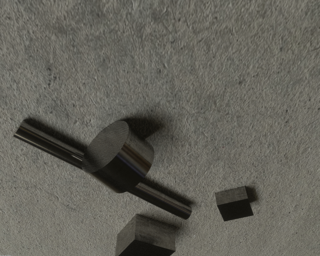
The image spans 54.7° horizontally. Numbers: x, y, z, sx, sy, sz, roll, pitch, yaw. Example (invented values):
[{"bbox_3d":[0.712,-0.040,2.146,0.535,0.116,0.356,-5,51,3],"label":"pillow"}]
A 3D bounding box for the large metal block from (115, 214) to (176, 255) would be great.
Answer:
[{"bbox_3d":[-0.027,0.211,0.570,0.080,0.050,0.080,24,126,-19],"label":"large metal block"}]

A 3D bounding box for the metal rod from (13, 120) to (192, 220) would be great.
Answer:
[{"bbox_3d":[-0.070,0.073,0.468,0.301,0.025,0.025,32,123,-25],"label":"metal rod"}]

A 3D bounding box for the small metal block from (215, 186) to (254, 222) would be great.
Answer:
[{"bbox_3d":[0.124,0.127,0.517,0.050,0.025,0.050,-17,128,13],"label":"small metal block"}]

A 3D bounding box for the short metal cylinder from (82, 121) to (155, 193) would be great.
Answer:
[{"bbox_3d":[-0.054,0.037,0.402,0.080,0.080,0.050,-30,124,23],"label":"short metal cylinder"}]
